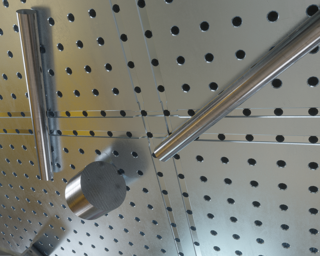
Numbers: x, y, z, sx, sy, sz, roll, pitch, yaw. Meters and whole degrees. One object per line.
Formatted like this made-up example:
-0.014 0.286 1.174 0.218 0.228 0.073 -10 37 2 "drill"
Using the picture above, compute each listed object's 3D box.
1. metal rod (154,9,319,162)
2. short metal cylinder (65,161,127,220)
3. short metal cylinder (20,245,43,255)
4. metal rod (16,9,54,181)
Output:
0.089 -0.042 0.338 0.025 0.025 0.299 45 129 -4 "metal rod"
-0.101 0.099 0.490 0.080 0.080 0.050 48 129 -6 "short metal cylinder"
-0.326 0.334 0.755 0.050 0.080 0.080 48 129 -5 "short metal cylinder"
-0.194 -0.032 0.493 0.025 0.025 0.298 20 126 16 "metal rod"
